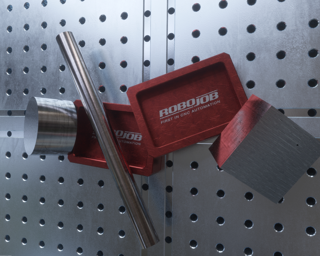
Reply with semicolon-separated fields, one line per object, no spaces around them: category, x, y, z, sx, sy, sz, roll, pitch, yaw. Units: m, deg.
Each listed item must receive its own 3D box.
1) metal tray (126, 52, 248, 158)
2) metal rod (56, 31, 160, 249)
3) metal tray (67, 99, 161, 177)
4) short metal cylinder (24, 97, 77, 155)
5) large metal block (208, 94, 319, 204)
metal tray;0.036;-0.026;0.377;0.131;0.030;0.090;-20;83;2
metal rod;-0.071;0.009;0.406;0.025;0.025;0.299;-27;81;18
metal tray;-0.062;0.011;0.431;0.130;0.030;0.089;7;92;19
short metal cylinder;-0.155;-0.001;0.435;0.080;0.050;0.080;-8;80;54
large metal block;0.115;0.022;0.340;0.080;0.050;0.080;33;103;-15
